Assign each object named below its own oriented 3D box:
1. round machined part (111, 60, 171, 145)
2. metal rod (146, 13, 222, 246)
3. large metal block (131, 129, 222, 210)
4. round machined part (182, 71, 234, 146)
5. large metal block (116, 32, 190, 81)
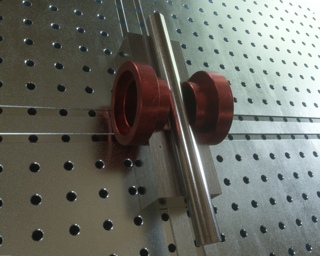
[{"bbox_3d":[-0.022,-0.028,0.365,0.042,0.097,0.098,2,61,-27],"label":"round machined part"},{"bbox_3d":[0.021,-0.019,0.367,0.025,0.025,0.299,3,61,-27],"label":"metal rod"},{"bbox_3d":[0.017,0.049,0.371,0.081,0.050,0.080,3,61,-27],"label":"large metal block"},{"bbox_3d":[0.049,-0.025,0.403,0.042,0.097,0.098,-1,62,-23],"label":"round machined part"},{"bbox_3d":[-0.011,-0.081,0.435,0.081,0.050,0.080,2,61,-27],"label":"large metal block"}]
